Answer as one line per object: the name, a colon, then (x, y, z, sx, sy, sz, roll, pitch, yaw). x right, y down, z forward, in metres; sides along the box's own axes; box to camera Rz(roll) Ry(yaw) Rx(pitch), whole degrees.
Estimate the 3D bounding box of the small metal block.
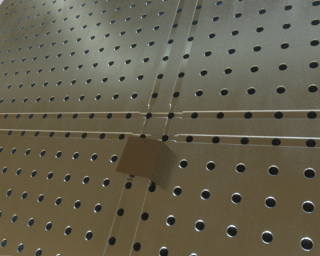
small metal block: (-0.021, 0.041, 0.393, 0.050, 0.025, 0.050, 6, 65, 30)
